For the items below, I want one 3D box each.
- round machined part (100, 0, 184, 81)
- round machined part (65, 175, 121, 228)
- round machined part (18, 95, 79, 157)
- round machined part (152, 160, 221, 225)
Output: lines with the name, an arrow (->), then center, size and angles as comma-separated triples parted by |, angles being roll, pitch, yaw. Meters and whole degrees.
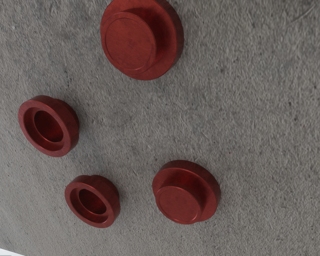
round machined part -> -0.026, -0.099, 0.349 | 0.098, 0.042, 0.097 | 13, 124, 21
round machined part -> -0.109, 0.119, 0.527 | 0.098, 0.042, 0.097 | 13, 124, 21
round machined part -> -0.165, -0.007, 0.479 | 0.098, 0.042, 0.097 | 13, 124, 21
round machined part -> 0.033, 0.097, 0.439 | 0.098, 0.042, 0.097 | 13, 124, 21
